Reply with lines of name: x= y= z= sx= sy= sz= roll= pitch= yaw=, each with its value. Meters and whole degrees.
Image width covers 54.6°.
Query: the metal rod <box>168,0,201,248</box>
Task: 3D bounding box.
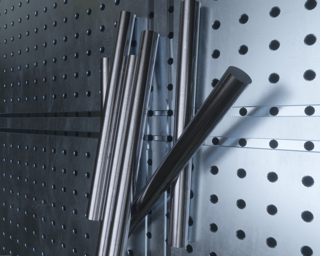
metal rod: x=0.030 y=-0.003 z=0.385 sx=0.025 sy=0.025 sz=0.298 roll=5 pitch=93 yaw=40

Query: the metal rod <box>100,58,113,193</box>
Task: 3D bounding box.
metal rod: x=-0.078 y=0.044 z=0.475 sx=0.025 sy=0.025 sz=0.298 roll=-1 pitch=90 yaw=40

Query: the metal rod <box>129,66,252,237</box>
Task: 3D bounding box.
metal rod: x=0.008 y=0.053 z=0.368 sx=0.025 sy=0.025 sz=0.298 roll=54 pitch=132 yaw=26

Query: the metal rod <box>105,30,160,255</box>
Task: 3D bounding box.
metal rod: x=-0.035 y=0.019 z=0.410 sx=0.025 sy=0.025 sz=0.299 roll=5 pitch=84 yaw=40

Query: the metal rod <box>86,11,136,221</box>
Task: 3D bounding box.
metal rod: x=-0.071 y=-0.018 z=0.449 sx=0.025 sy=0.025 sz=0.298 roll=9 pitch=90 yaw=40

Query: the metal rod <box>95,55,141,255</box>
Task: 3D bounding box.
metal rod: x=-0.058 y=0.047 z=0.438 sx=0.025 sy=0.025 sz=0.299 roll=9 pitch=89 yaw=40
